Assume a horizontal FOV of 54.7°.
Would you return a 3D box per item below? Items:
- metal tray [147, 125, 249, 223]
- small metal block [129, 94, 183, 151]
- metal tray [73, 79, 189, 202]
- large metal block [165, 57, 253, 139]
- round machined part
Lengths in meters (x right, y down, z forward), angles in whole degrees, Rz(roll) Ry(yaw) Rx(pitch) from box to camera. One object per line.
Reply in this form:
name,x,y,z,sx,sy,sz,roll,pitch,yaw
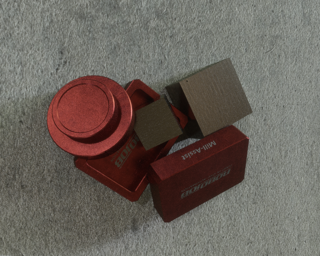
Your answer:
metal tray,0.052,0.060,0.402,0.131,0.030,0.089,-24,134,-18
small metal block,-0.006,-0.007,0.384,0.050,0.025,0.050,-26,102,10
metal tray,-0.035,0.015,0.394,0.090,0.030,0.130,37,78,-17
large metal block,0.066,-0.039,0.421,0.080,0.050,0.080,-28,100,-18
round machined part,-0.080,-0.016,0.349,0.099,0.042,0.098,-1,73,5
